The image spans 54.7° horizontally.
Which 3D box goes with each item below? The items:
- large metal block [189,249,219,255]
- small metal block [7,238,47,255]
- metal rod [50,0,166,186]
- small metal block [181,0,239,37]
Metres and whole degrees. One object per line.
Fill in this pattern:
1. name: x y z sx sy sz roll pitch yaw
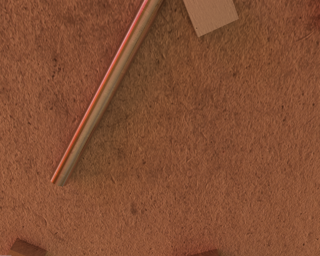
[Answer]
1. large metal block: 0.066 0.249 0.489 0.080 0.050 0.080 -17 110 5
2. small metal block: -0.214 0.208 0.483 0.050 0.025 0.050 28 107 -11
3. metal rod: -0.068 -0.048 0.391 0.025 0.025 0.298 28 107 -10
4. small metal block: 0.056 -0.140 0.359 0.050 0.025 0.050 -23 109 8
